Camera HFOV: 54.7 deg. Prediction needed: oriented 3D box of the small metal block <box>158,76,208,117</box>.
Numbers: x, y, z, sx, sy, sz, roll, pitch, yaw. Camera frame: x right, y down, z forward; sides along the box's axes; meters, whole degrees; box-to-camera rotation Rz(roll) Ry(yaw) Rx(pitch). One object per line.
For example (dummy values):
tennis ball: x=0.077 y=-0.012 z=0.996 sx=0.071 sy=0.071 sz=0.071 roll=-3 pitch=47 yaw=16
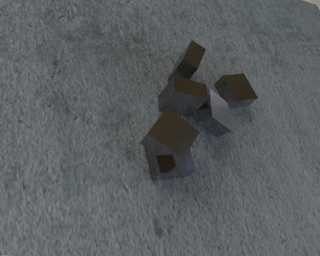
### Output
small metal block: x=0.031 y=-0.042 z=0.432 sx=0.050 sy=0.050 sz=0.025 roll=11 pitch=58 yaw=-23

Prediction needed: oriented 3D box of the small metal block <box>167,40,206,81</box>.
small metal block: x=0.040 y=-0.096 z=0.470 sx=0.025 sy=0.050 sz=0.050 roll=31 pitch=52 yaw=-9

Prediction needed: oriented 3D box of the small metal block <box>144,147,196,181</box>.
small metal block: x=0.012 y=0.036 z=0.390 sx=0.050 sy=0.025 sz=0.050 roll=0 pitch=62 yaw=-29

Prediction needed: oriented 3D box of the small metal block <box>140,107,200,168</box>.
small metal block: x=0.013 y=0.011 z=0.373 sx=0.050 sy=0.025 sz=0.050 roll=38 pitch=51 yaw=-3

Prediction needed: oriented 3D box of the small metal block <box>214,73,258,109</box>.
small metal block: x=0.125 y=-0.061 z=0.511 sx=0.050 sy=0.025 sz=0.050 roll=-11 pitch=68 yaw=-33

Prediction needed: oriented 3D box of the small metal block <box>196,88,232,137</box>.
small metal block: x=0.078 y=-0.022 z=0.450 sx=0.050 sy=0.025 sz=0.050 roll=30 pitch=48 yaw=-38
